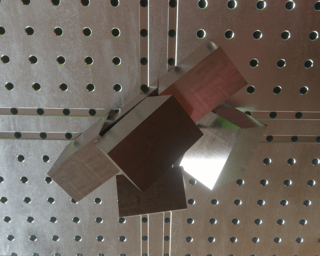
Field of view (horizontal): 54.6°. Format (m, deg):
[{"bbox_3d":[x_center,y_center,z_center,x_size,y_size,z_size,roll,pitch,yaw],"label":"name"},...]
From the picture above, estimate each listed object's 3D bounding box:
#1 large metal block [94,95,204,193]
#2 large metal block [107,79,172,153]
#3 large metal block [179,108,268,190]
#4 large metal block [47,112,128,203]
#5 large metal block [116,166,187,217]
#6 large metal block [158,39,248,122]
[{"bbox_3d":[-0.015,0.012,0.321,0.080,0.080,0.050,-43,106,-12],"label":"large metal block"},{"bbox_3d":[-0.009,-0.003,0.400,0.080,0.050,0.080,-37,106,12],"label":"large metal block"},{"bbox_3d":[0.080,0.022,0.385,0.050,0.081,0.080,34,113,32],"label":"large metal block"},{"bbox_3d":[-0.084,0.034,0.395,0.080,0.080,0.050,-36,106,12],"label":"large metal block"},{"bbox_3d":[-0.007,0.087,0.408,0.080,0.080,0.050,-8,74,3],"label":"large metal block"},{"bbox_3d":[0.045,-0.055,0.364,0.080,0.080,0.050,-37,106,12],"label":"large metal block"}]
